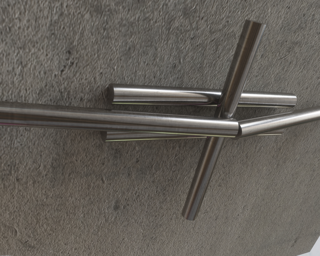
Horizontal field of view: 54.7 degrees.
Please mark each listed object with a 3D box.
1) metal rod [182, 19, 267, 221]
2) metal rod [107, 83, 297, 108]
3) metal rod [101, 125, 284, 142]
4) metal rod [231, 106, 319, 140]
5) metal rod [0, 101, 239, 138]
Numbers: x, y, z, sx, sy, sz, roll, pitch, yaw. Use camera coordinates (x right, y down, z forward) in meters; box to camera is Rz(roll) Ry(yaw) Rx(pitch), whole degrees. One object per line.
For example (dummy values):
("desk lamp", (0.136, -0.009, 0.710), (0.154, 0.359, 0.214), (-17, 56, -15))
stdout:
("metal rod", (0.079, 0.006, 0.425), (0.025, 0.025, 0.298), (0, 119, -29))
("metal rod", (0.076, -0.041, 0.426), (0.303, 0.025, 0.025), (-1, 119, -28))
("metal rod", (0.065, 0.002, 0.446), (0.303, 0.025, 0.025), (-1, 119, -28))
("metal rod", (0.217, -0.016, 0.487), (0.303, 0.025, 0.025), (-9, 123, -36))
("metal rod", (-0.048, -0.008, 0.345), (0.302, 0.025, 0.025), (3, 117, -20))
